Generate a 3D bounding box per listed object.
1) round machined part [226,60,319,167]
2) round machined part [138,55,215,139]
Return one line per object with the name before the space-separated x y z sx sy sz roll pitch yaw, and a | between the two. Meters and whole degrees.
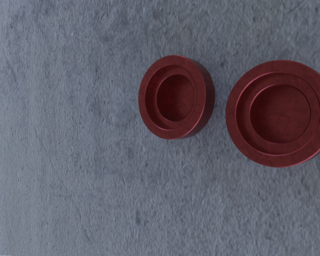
round machined part | 0.117 -0.013 0.297 0.098 0.042 0.097 0 90 39
round machined part | 0.024 -0.036 0.373 0.098 0.042 0.097 0 90 39
